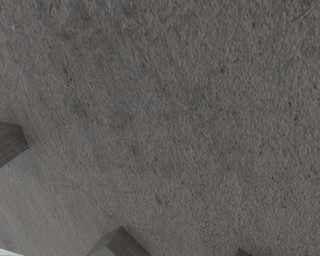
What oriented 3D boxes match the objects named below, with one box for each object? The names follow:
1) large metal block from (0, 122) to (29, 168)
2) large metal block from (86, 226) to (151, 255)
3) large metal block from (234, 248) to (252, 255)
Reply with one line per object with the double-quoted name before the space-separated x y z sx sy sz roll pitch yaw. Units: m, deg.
"large metal block" -0.299 0.030 0.548 0.080 0.080 0.050 8 122 24
"large metal block" -0.079 0.241 0.582 0.080 0.050 0.080 47 129 -5
"large metal block" 0.138 0.243 0.468 0.080 0.050 0.079 24 127 13
